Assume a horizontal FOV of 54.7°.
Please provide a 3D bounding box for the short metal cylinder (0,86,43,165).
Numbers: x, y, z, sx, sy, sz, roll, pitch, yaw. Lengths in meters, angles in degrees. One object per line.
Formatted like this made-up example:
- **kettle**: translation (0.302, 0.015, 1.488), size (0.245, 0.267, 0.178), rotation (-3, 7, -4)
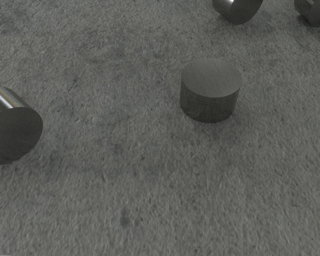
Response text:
- **short metal cylinder**: translation (-0.190, -0.003, 0.368), size (0.050, 0.080, 0.080), rotation (36, 59, 26)

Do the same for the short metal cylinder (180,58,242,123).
- **short metal cylinder**: translation (0.069, -0.053, 0.432), size (0.081, 0.050, 0.080), rotation (0, 50, 0)

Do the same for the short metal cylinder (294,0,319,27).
- **short metal cylinder**: translation (0.298, -0.235, 0.569), size (0.081, 0.080, 0.050), rotation (-11, 51, -10)

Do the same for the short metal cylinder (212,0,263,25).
- **short metal cylinder**: translation (0.144, -0.240, 0.571), size (0.081, 0.080, 0.050), rotation (-25, 55, -20)
